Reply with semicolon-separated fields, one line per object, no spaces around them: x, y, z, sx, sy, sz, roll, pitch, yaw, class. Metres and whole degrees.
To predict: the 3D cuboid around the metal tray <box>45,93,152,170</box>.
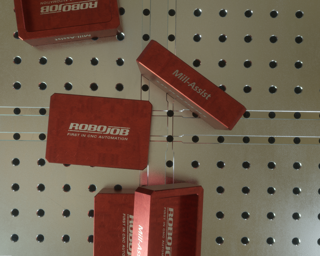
-0.078;0.005;0.410;0.131;0.030;0.090;5;90;0;metal tray

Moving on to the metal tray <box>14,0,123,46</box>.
-0.121;-0.164;0.409;0.131;0.030;0.090;-7;90;0;metal tray

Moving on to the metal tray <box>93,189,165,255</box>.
-0.040;0.148;0.411;0.090;0.030;0.129;1;90;0;metal tray

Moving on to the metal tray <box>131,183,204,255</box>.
0.011;0.136;0.379;0.091;0.030;0.129;5;87;-42;metal tray

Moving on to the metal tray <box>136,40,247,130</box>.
0.035;-0.048;0.381;0.130;0.090;0.030;36;90;0;metal tray
